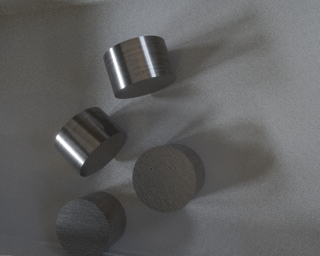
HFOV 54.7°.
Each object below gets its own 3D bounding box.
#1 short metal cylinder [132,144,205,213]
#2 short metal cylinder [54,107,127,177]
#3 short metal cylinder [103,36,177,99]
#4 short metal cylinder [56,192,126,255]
[{"bbox_3d":[0.012,0.061,0.392,0.080,0.050,0.079,0,90,19],"label":"short metal cylinder"},{"bbox_3d":[-0.090,0.018,0.412,0.050,0.080,0.080,43,103,14],"label":"short metal cylinder"},{"bbox_3d":[-0.025,-0.074,0.389,0.080,0.080,0.050,-19,84,18],"label":"short metal cylinder"},{"bbox_3d":[-0.094,0.133,0.429,0.080,0.050,0.079,0,90,19],"label":"short metal cylinder"}]
